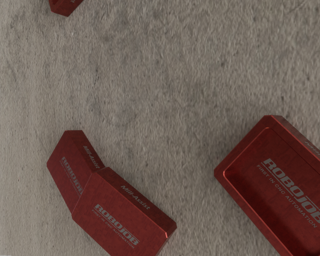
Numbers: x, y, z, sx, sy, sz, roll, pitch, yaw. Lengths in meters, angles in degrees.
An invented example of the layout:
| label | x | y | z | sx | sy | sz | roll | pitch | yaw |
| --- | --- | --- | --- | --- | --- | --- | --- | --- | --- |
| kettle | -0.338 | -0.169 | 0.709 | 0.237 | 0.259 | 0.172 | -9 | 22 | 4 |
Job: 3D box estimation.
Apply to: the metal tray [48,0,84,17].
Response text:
| label | x | y | z | sx | sy | sz | roll | pitch | yaw |
| --- | --- | --- | --- | --- | --- | --- | --- | --- | --- |
| metal tray | -0.143 | -0.261 | 0.516 | 0.130 | 0.030 | 0.090 | -28 | 73 | 36 |

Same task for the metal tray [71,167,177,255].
| label | x | y | z | sx | sy | sz | roll | pitch | yaw |
| --- | --- | --- | --- | --- | --- | --- | --- | --- | --- |
| metal tray | -0.053 | 0.127 | 0.422 | 0.130 | 0.030 | 0.089 | 36 | 113 | 17 |

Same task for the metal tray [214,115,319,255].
| label | x | y | z | sx | sy | sz | roll | pitch | yaw |
| --- | --- | --- | --- | --- | --- | --- | --- | --- | --- |
| metal tray | 0.125 | 0.061 | 0.297 | 0.130 | 0.030 | 0.090 | 51 | 120 | 27 |

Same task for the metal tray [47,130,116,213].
| label | x | y | z | sx | sy | sz | roll | pitch | yaw |
| --- | --- | --- | --- | --- | --- | --- | --- | --- | --- |
| metal tray | -0.132 | 0.077 | 0.508 | 0.130 | 0.030 | 0.090 | 51 | 120 | 27 |
